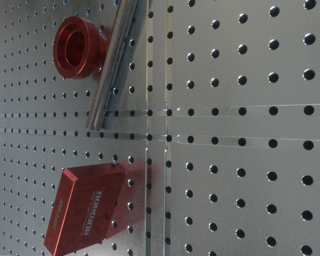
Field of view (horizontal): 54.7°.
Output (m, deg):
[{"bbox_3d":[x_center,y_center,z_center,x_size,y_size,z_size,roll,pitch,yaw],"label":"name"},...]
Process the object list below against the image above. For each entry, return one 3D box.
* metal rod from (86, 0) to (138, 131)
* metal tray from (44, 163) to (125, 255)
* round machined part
[{"bbox_3d":[-0.061,-0.137,0.459,0.025,0.025,0.298,30,108,36],"label":"metal rod"},{"bbox_3d":[-0.111,0.119,0.458,0.030,0.091,0.129,30,109,36],"label":"metal tray"},{"bbox_3d":[-0.128,-0.127,0.505,0.098,0.042,0.097,0,90,40],"label":"round machined part"}]
